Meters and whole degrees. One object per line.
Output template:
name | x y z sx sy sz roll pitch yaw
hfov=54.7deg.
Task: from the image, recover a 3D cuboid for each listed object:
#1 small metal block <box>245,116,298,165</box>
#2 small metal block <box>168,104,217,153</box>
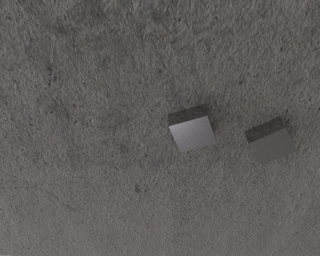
small metal block | 0.152 0.018 0.424 0.050 0.025 0.050 -27 126 21
small metal block | 0.043 0.001 0.409 0.050 0.025 0.050 -16 129 13
